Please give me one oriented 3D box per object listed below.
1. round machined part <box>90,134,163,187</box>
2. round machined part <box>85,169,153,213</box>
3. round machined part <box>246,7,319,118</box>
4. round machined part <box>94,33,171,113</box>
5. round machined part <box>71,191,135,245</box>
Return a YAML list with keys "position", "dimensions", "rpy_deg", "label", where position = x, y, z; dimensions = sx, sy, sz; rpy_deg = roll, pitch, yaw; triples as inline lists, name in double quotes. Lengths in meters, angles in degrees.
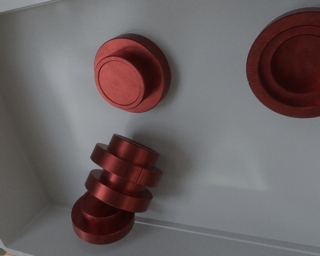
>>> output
- position: [-0.040, 0.040, 0.418]
  dimensions: [0.098, 0.098, 0.042]
  rpy_deg: [24, 89, 13]
  label: "round machined part"
- position: [-0.055, 0.080, 0.451]
  dimensions: [0.098, 0.098, 0.042]
  rpy_deg: [24, 92, 13]
  label: "round machined part"
- position: [0.134, -0.061, 0.289]
  dimensions: [0.098, 0.042, 0.097]
  rpy_deg: [13, 124, 20]
  label: "round machined part"
- position: [-0.040, -0.062, 0.379]
  dimensions: [0.098, 0.042, 0.097]
  rpy_deg: [13, 124, 20]
  label: "round machined part"
- position: [-0.088, 0.128, 0.486]
  dimensions: [0.098, 0.098, 0.042]
  rpy_deg: [17, 125, 18]
  label: "round machined part"
